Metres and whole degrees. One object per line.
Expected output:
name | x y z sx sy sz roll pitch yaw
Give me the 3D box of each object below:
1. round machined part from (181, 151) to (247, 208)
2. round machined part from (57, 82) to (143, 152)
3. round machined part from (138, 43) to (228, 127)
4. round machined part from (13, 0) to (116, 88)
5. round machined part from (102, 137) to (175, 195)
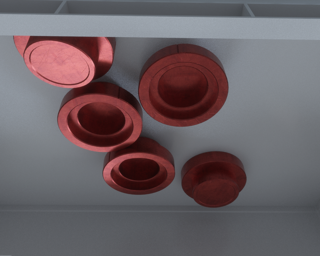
round machined part | 0.082 0.084 0.470 0.099 0.042 0.097 0 130 0
round machined part | -0.070 -0.018 0.378 0.099 0.042 0.097 -1 136 -1
round machined part | 0.025 -0.052 0.354 0.099 0.042 0.097 0 130 0
round machined part | -0.096 -0.077 0.313 0.099 0.042 0.098 2 148 2
round machined part | -0.029 0.050 0.436 0.099 0.042 0.097 -2 135 -2
